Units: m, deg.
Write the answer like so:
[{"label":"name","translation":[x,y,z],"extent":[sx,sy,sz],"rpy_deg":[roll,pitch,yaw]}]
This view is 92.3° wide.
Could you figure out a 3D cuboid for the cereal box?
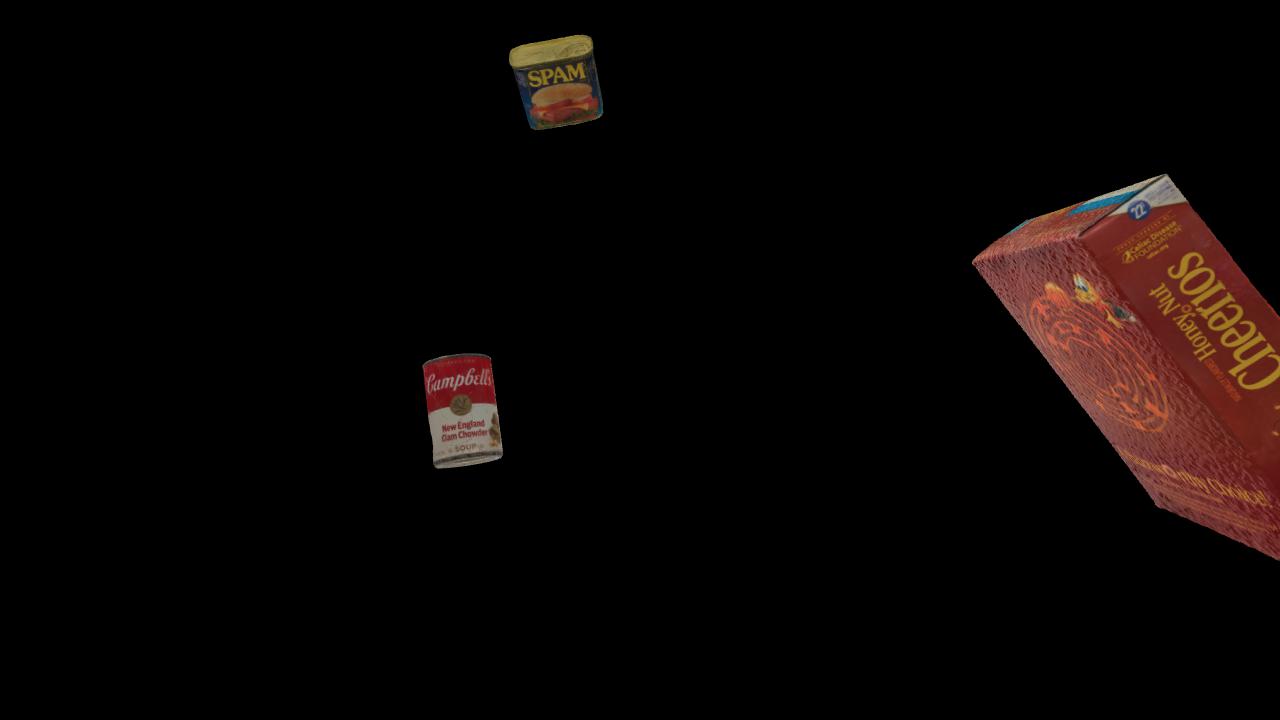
[{"label":"cereal box","translation":[0.428,0.007,0.505],"extent":[0.081,0.306,0.203],"rpy_deg":[-36,-3,9]}]

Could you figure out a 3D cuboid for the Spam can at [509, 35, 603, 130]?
[{"label":"Spam can","translation":[-0.100,-0.341,0.759],"extent":[0.101,0.058,0.085],"rpy_deg":[-8,-40,2]}]

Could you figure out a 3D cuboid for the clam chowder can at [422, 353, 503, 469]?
[{"label":"clam chowder can","translation":[-0.175,0.051,0.609],"extent":[0.068,0.102,0.068],"rpy_deg":[-10,-12,-2]}]
